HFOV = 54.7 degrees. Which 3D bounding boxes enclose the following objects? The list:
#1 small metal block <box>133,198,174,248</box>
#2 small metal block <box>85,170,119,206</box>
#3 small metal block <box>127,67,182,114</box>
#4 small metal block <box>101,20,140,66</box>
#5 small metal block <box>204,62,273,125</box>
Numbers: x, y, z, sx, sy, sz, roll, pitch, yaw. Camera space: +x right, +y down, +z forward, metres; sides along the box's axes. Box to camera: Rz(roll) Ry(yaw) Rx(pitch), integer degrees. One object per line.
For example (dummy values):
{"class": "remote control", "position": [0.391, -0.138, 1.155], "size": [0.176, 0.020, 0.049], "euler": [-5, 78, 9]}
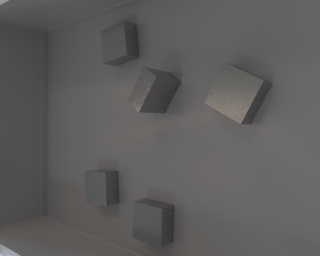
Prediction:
{"class": "small metal block", "position": [-0.009, 0.125, 0.415], "size": [0.050, 0.025, 0.050], "euler": [2, 92, 40]}
{"class": "small metal block", "position": [-0.091, 0.092, 0.482], "size": [0.050, 0.025, 0.050], "euler": [-4, 87, 40]}
{"class": "small metal block", "position": [-0.007, -0.047, 0.396], "size": [0.025, 0.050, 0.050], "euler": [42, 115, 32]}
{"class": "small metal block", "position": [-0.059, -0.123, 0.456], "size": [0.050, 0.025, 0.050], "euler": [-9, 84, 39]}
{"class": "small metal block", "position": [0.084, -0.038, 0.337], "size": [0.050, 0.025, 0.050], "euler": [36, 112, 34]}
